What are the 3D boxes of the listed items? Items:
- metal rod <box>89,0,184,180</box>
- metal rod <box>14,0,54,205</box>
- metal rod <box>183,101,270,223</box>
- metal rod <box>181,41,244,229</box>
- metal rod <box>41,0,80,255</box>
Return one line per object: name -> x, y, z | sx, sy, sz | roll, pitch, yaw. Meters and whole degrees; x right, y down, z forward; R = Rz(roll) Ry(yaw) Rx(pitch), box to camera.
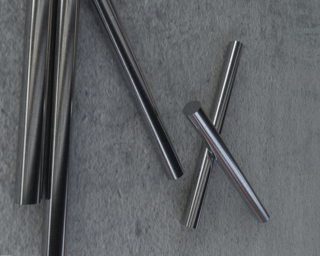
metal rod -> -0.034, -0.066, 0.377 | 0.025, 0.025, 0.299 | -36, 113, -34
metal rod -> -0.120, -0.078, 0.304 | 0.025, 0.025, 0.298 | 4, 87, -40
metal rod -> 0.114, 0.069, 0.477 | 0.300, 0.025, 0.025 | 52, 59, -37
metal rod -> 0.084, 0.002, 0.477 | 0.025, 0.025, 0.299 | 27, 73, -37
metal rod -> -0.102, -0.014, 0.320 | 0.025, 0.025, 0.298 | 4, 88, -40
